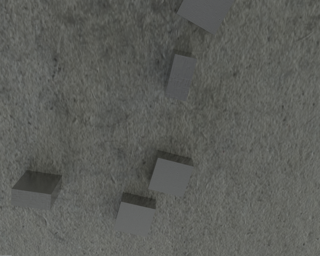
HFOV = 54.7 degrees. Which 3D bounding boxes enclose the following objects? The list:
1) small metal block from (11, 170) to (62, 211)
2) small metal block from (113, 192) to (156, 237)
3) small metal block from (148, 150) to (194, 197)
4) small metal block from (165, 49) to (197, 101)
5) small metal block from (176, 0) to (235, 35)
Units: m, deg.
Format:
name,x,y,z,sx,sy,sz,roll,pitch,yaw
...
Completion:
name,x,y,z,sx,sy,sz,roll,pitch,yaw
small metal block,-0.168,0.085,0.425,0.050,0.050,0.025,9,110,-4
small metal block,-0.037,0.128,0.456,0.050,0.025,0.050,14,109,-6
small metal block,0.015,0.064,0.434,0.050,0.025,0.050,15,109,-6
small metal block,0.023,-0.065,0.373,0.025,0.050,0.050,12,110,-5
small metal block,0.053,-0.143,0.358,0.050,0.025,0.050,26,108,-10
